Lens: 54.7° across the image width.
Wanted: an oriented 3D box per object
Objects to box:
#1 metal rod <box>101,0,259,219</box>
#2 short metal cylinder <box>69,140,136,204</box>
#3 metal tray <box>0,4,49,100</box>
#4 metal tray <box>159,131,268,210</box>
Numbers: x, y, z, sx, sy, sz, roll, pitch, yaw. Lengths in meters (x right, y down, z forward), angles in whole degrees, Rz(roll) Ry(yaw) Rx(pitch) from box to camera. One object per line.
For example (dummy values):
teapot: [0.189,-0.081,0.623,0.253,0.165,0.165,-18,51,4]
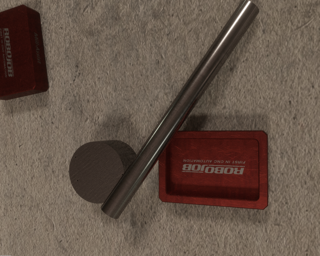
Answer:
metal rod: [0.024,-0.022,0.372,0.025,0.025,0.299,34,90,16]
short metal cylinder: [-0.074,0.057,0.421,0.080,0.050,0.079,0,90,19]
metal tray: [-0.228,-0.115,0.485,0.090,0.030,0.129,-9,87,19]
metal tray: [0.064,0.048,0.383,0.130,0.030,0.089,0,90,19]
